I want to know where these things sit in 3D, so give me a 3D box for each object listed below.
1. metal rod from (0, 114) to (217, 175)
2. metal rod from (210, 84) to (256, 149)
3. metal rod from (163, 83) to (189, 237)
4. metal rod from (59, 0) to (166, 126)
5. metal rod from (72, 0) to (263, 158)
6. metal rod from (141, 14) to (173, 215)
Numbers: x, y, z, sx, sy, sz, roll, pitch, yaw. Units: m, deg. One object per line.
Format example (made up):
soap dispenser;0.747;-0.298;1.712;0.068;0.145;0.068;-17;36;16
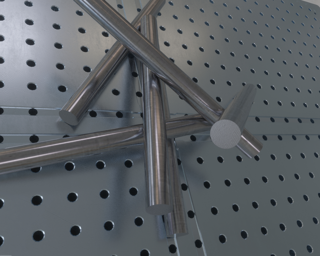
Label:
metal rod;-0.046;0.012;0.353;0.302;0.025;0.025;-11;67;-25
metal rod;0.103;-0.029;0.393;0.025;0.025;0.301;46;23;4
metal rod;0.002;-0.012;0.415;0.025;0.025;0.299;7;59;-25
metal rod;-0.054;-0.118;0.450;0.025;0.025;0.301;32;52;-8
metal rod;0.007;-0.070;0.370;0.300;0.025;0.025;41;51;-7
metal rod;-0.009;-0.043;0.375;0.025;0.025;0.300;13;48;-21
